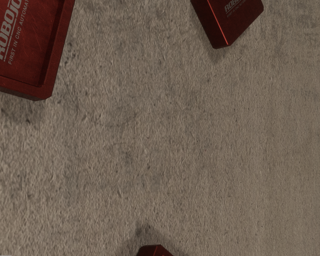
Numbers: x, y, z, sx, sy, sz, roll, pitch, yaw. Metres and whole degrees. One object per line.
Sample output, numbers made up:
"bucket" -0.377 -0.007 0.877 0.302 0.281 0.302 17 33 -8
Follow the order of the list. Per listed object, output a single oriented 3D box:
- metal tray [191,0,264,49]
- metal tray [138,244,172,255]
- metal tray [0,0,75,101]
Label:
"metal tray" 0.113 -0.199 0.498 0.131 0.030 0.090 -47 118 -30
"metal tray" 0.013 0.220 0.388 0.130 0.030 0.090 48 44 -22
"metal tray" -0.136 -0.099 0.288 0.091 0.030 0.129 18 79 -39
